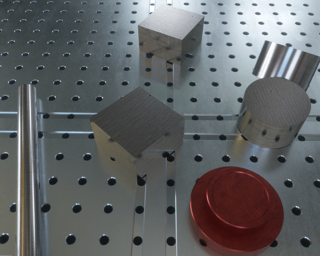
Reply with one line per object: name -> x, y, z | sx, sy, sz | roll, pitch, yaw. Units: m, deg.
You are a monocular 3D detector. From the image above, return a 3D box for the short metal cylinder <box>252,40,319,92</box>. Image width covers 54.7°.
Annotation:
short metal cylinder -> 0.180, -0.089, 0.444 | 0.080, 0.050, 0.080 | 15, 19, -5

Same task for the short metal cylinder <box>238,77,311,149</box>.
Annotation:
short metal cylinder -> 0.146, -0.020, 0.404 | 0.080, 0.050, 0.080 | -1, 55, 2

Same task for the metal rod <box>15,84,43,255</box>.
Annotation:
metal rod -> -0.152, 0.056, 0.359 | 0.025, 0.025, 0.300 | -12, 51, -10

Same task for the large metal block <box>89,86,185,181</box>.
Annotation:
large metal block -> -0.027, 0.005, 0.387 | 0.080, 0.050, 0.080 | 37, 59, 27

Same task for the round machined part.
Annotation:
round machined part -> 0.081, 0.081, 0.329 | 0.099, 0.042, 0.098 | 0, 50, 0

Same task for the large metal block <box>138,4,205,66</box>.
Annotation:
large metal block -> 0.019, -0.160, 0.526 | 0.080, 0.050, 0.080 | 24, 54, 19
